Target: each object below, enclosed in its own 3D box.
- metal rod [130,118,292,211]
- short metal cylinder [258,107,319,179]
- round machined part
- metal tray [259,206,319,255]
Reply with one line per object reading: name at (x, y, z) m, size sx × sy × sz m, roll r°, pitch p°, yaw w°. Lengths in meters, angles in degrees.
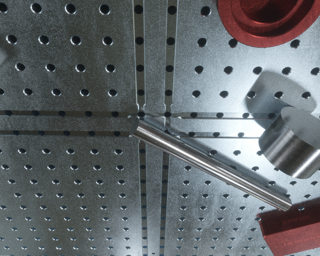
metal rod at (0.090, 0.064, 0.467) m, size 0.301 × 0.025 × 0.025 m, roll 28°, pitch 125°, yaw -23°
short metal cylinder at (0.175, 0.018, 0.393) m, size 0.081 × 0.080 × 0.050 m, roll 16°, pitch 128°, yaw -14°
round machined part at (0.102, -0.130, 0.292) m, size 0.099 × 0.042 × 0.097 m, roll -1°, pitch 130°, yaw 0°
metal tray at (0.264, 0.194, 0.578) m, size 0.130 × 0.030 × 0.090 m, roll -22°, pitch 127°, yaw 17°
